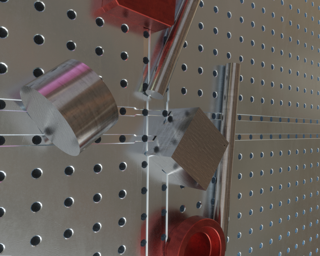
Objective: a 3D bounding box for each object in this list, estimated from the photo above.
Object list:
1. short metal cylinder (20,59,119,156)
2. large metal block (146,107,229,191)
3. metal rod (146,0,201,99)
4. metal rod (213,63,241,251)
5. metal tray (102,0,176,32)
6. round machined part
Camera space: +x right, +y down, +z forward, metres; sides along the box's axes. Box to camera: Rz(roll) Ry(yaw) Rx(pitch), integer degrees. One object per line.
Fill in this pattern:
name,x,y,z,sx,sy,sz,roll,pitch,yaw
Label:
short metal cylinder,-0.087,-0.019,0.301,0.050,0.080,0.080,-44,117,-32
large metal block,0.040,0.028,0.429,0.080,0.050,0.080,46,62,-31
metal rod,0.043,-0.178,0.447,0.025,0.025,0.299,33,70,-36
metal rod,0.107,0.043,0.501,0.025,0.025,0.298,9,84,-40
metal tray,-0.021,-0.199,0.390,0.091,0.030,0.129,7,85,-40
round machined part,0.046,0.173,0.439,0.099,0.042,0.097,0,90,-40
